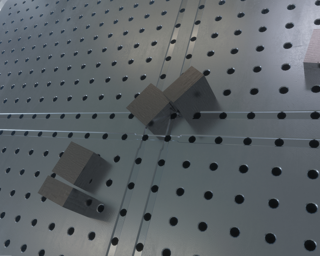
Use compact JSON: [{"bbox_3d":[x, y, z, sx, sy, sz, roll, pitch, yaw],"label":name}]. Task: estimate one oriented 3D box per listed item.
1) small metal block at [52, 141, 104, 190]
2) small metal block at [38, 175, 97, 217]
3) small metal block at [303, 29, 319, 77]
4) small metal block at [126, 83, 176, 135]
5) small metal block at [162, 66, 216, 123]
[{"bbox_3d":[-0.116,0.053,0.438,0.050,0.025,0.050,19,72,35],"label":"small metal block"},{"bbox_3d":[-0.119,0.089,0.402,0.050,0.050,0.025,15,70,34],"label":"small metal block"},{"bbox_3d":[0.199,-0.086,0.357,0.050,0.025,0.050,12,68,33],"label":"small metal block"},{"bbox_3d":[-0.011,-0.027,0.432,0.050,0.025,0.050,-46,51,-4],"label":"small metal block"},{"bbox_3d":[0.038,-0.042,0.399,0.050,0.050,0.025,-42,51,-1],"label":"small metal block"}]
